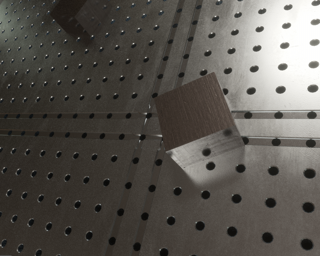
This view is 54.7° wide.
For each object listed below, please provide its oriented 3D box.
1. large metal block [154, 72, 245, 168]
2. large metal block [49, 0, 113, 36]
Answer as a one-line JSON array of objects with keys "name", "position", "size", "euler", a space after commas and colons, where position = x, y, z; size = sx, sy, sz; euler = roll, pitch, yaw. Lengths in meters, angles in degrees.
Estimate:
[{"name": "large metal block", "position": [0.046, -0.009, 0.373], "size": [0.080, 0.050, 0.080], "euler": [-22, 54, 14]}, {"name": "large metal block", "position": [-0.157, -0.234, 0.616], "size": [0.080, 0.050, 0.080], "euler": [20, 72, 35]}]
